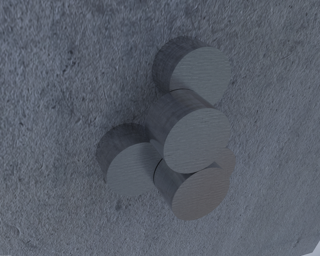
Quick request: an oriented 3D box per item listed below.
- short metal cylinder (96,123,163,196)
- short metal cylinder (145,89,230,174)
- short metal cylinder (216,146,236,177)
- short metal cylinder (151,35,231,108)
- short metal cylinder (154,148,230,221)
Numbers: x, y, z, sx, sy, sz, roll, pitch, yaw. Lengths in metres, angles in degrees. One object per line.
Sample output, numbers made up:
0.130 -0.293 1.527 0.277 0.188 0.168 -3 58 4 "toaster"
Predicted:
-0.036 0.040 0.397 0.081 0.050 0.079 -14 124 -21 "short metal cylinder"
0.030 0.003 0.344 0.081 0.050 0.079 -14 124 -21 "short metal cylinder"
0.063 0.049 0.456 0.081 0.050 0.079 -14 124 -21 "short metal cylinder"
0.036 -0.065 0.372 0.081 0.050 0.079 -14 124 -21 "short metal cylinder"
0.039 0.068 0.390 0.081 0.050 0.079 -14 124 -21 "short metal cylinder"
